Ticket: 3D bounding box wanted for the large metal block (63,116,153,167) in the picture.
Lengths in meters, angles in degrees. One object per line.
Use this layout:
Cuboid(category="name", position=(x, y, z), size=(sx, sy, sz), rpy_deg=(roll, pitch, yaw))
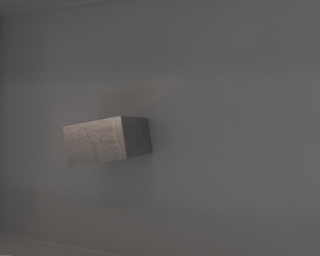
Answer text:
Cuboid(category="large metal block", position=(-0.065, 0.017, 0.405), size=(0.080, 0.080, 0.050), rpy_deg=(-10, 87, 20))
